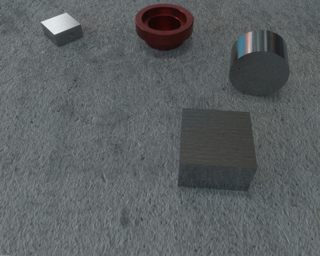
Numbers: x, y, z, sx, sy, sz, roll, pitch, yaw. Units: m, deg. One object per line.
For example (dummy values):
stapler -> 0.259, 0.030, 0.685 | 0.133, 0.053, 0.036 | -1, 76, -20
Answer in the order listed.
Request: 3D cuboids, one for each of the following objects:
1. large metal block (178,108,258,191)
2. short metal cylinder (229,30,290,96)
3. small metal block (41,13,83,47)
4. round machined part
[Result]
large metal block -> 0.064, 0.025, 0.367 | 0.080, 0.050, 0.080 | 4, 50, 3
short metal cylinder -> 0.142, -0.093, 0.447 | 0.080, 0.080, 0.050 | 9, 51, 7
small metal block -> -0.173, -0.174, 0.547 | 0.050, 0.025, 0.050 | -33, 58, -25
round machined part -> 0.008, -0.171, 0.536 | 0.099, 0.042, 0.098 | 0, 50, 0
